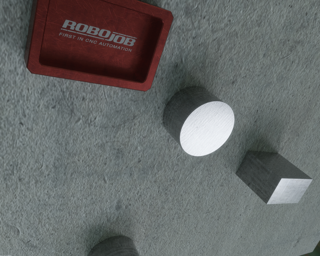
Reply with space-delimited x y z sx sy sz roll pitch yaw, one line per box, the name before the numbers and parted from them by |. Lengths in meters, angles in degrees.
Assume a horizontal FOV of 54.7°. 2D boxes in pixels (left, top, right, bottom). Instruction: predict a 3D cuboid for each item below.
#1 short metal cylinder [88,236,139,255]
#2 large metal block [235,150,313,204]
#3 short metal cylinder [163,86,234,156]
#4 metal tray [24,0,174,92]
short metal cylinder | -0.070 0.218 0.488 0.081 0.050 0.079 -14 124 -21
large metal block | 0.192 0.083 0.528 0.081 0.080 0.050 7 115 -32
short metal cylinder | 0.051 -0.010 0.412 0.081 0.050 0.079 -14 124 -21
metal tray | -0.060 -0.092 0.313 0.131 0.030 0.089 5 116 -31
